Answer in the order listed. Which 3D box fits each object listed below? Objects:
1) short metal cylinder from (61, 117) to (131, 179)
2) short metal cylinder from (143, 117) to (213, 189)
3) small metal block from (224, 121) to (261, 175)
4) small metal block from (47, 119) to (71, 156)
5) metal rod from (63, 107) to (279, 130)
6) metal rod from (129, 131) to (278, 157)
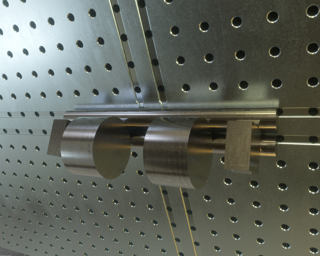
[{"bbox_3d":[-0.081,0.025,0.406,0.050,0.080,0.080,1,119,28],"label":"short metal cylinder"},{"bbox_3d":[0.023,0.027,0.352,0.050,0.080,0.080,1,119,28],"label":"short metal cylinder"},{"bbox_3d":[0.090,0.022,0.332,0.025,0.050,0.050,1,78,28],"label":"small metal block"},{"bbox_3d":[-0.130,0.018,0.446,0.025,0.050,0.050,1,77,28],"label":"small metal block"},{"bbox_3d":[-0.005,-0.013,0.406,0.300,0.025,0.025,1,119,27],"label":"metal rod"},{"bbox_3d":[0.000,0.018,0.423,0.300,0.025,0.025,1,119,27],"label":"metal rod"}]
